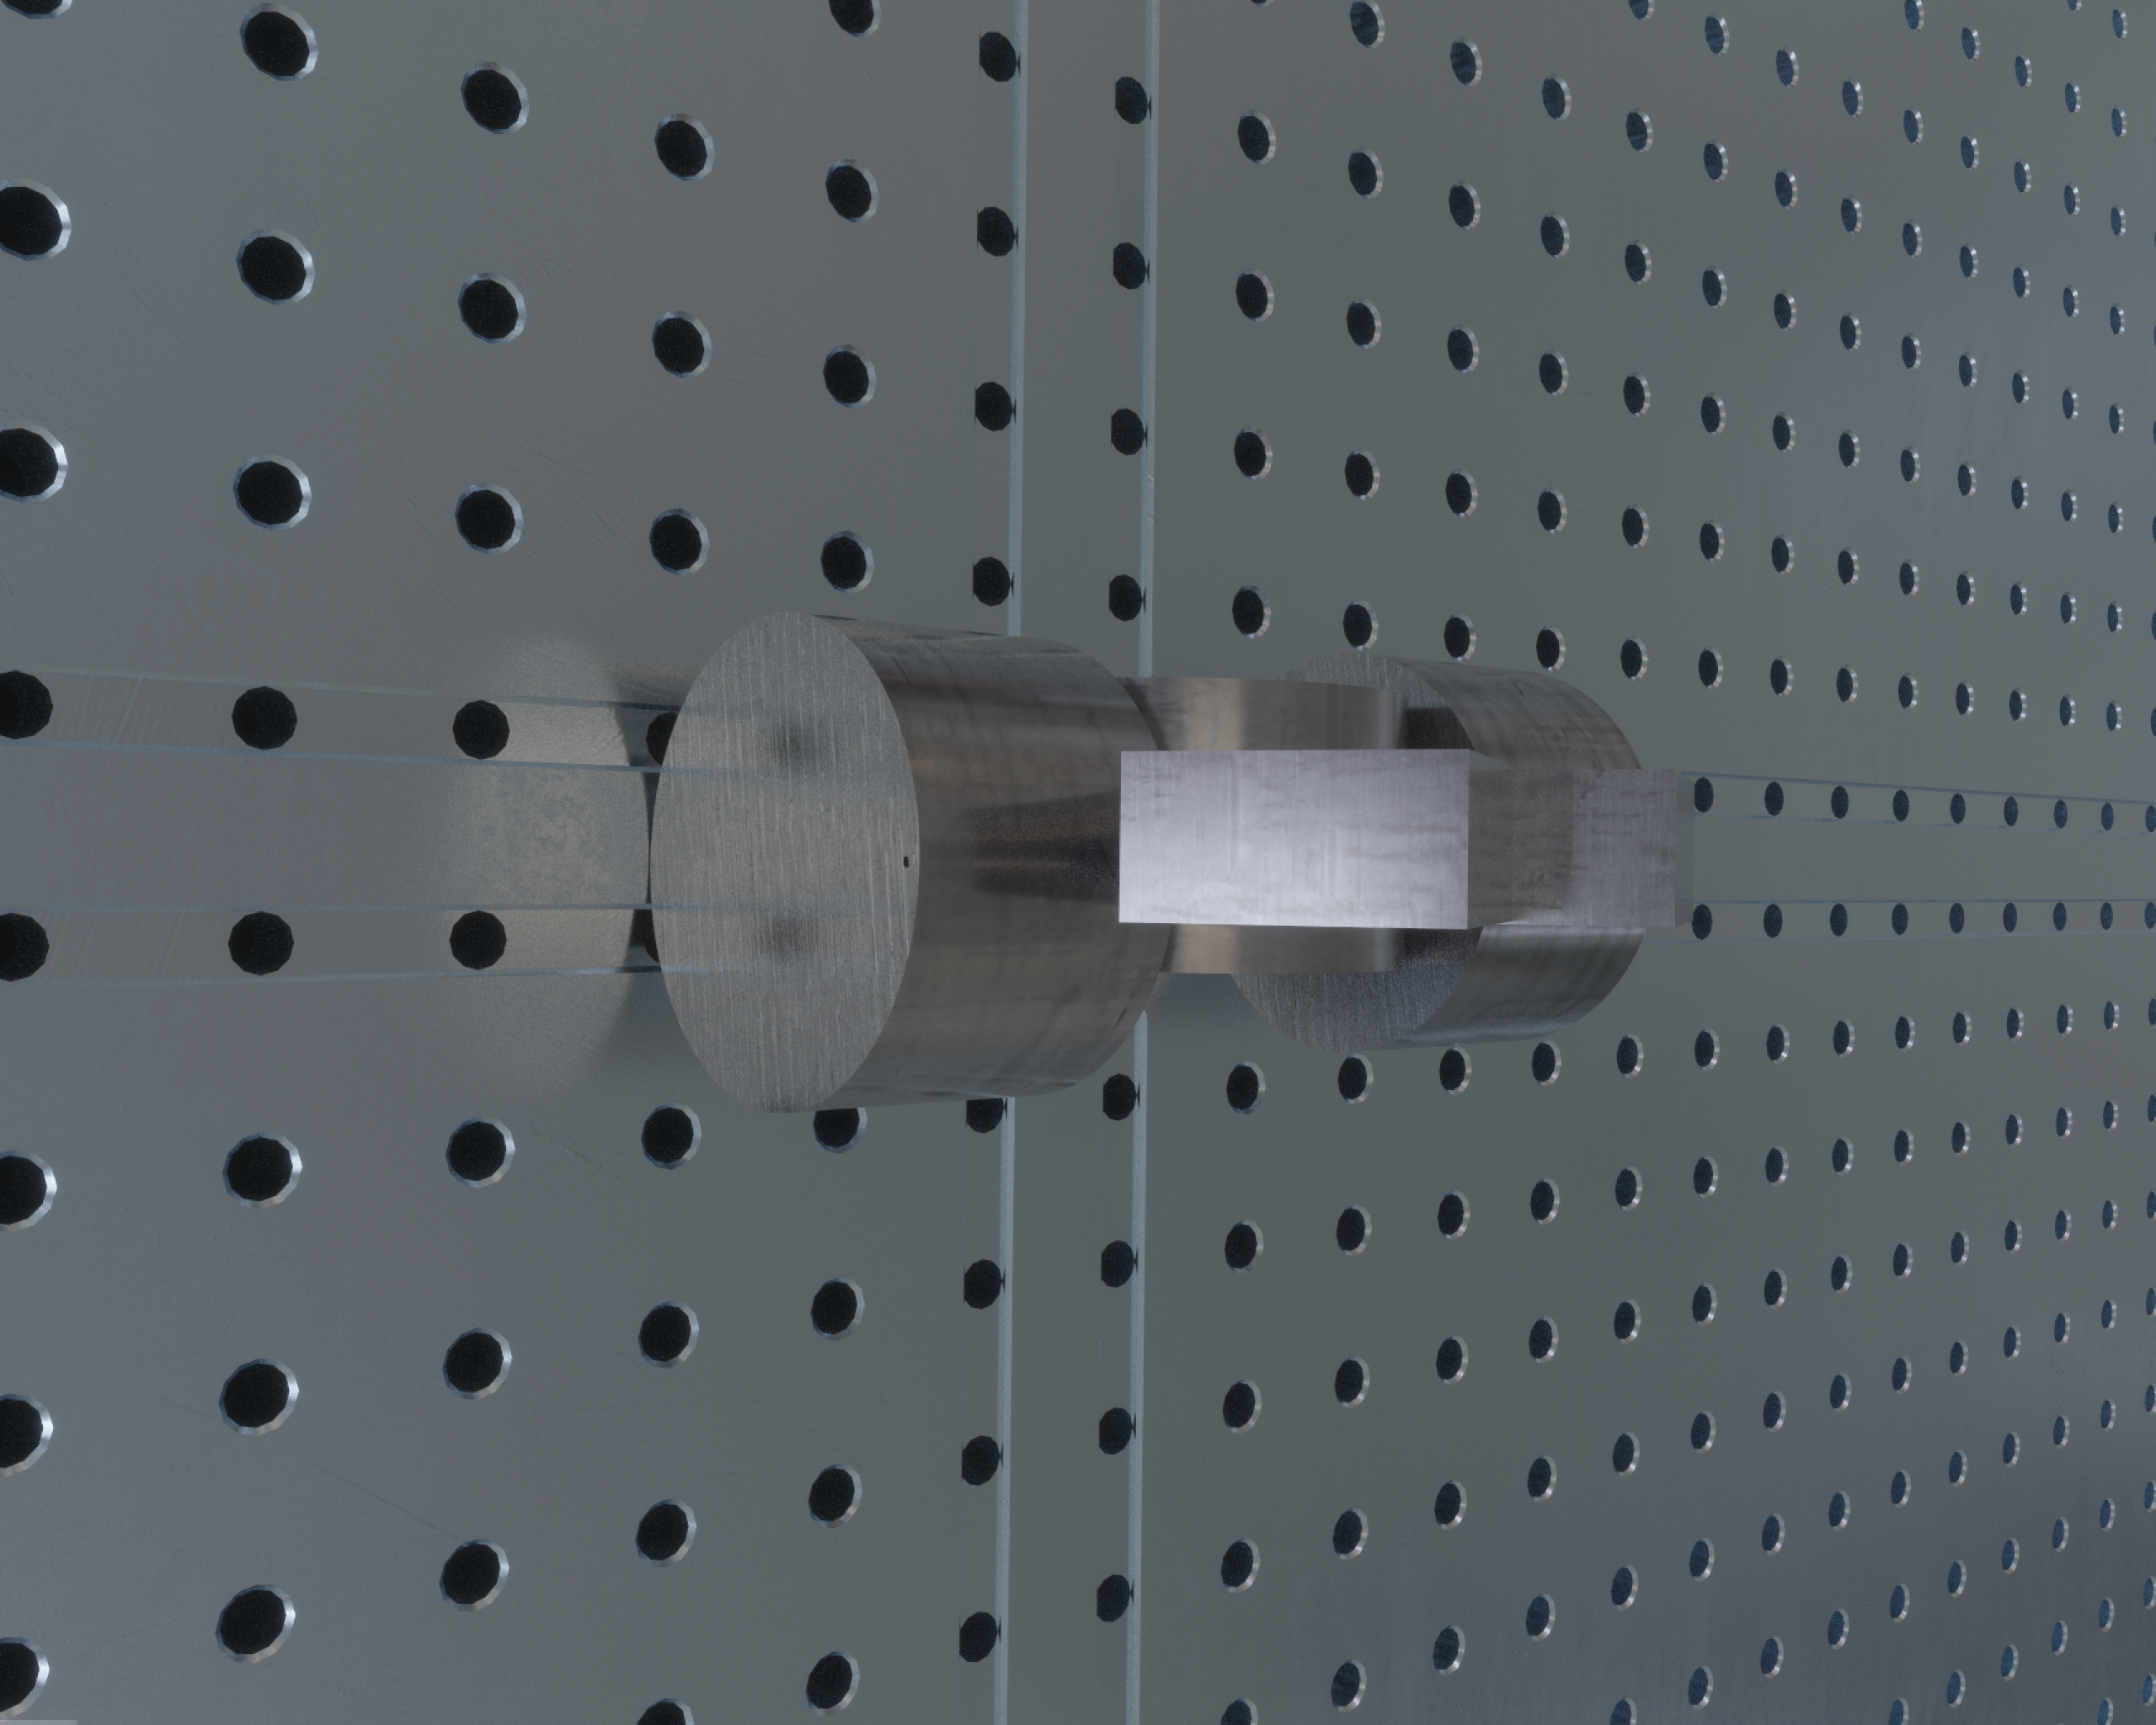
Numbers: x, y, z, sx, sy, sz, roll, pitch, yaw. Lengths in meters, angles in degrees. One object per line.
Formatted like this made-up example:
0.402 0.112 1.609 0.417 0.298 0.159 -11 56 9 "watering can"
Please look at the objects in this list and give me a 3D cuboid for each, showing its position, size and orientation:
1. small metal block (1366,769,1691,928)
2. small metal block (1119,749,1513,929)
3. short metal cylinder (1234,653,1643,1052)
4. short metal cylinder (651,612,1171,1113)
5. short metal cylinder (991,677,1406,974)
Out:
0.078 -0.002 0.359 0.050 0.050 0.025 1 90 -71 "small metal block"
0.038 -0.003 0.319 0.050 0.050 0.025 1 90 -72 "small metal block"
0.071 -0.002 0.432 0.050 0.080 0.080 1 90 -39 "short metal cylinder"
-0.029 0.000 0.348 0.050 0.080 0.080 1 89 -40 "short metal cylinder"
0.021 -0.006 0.391 0.081 0.080 0.050 1 89 -40 "short metal cylinder"
